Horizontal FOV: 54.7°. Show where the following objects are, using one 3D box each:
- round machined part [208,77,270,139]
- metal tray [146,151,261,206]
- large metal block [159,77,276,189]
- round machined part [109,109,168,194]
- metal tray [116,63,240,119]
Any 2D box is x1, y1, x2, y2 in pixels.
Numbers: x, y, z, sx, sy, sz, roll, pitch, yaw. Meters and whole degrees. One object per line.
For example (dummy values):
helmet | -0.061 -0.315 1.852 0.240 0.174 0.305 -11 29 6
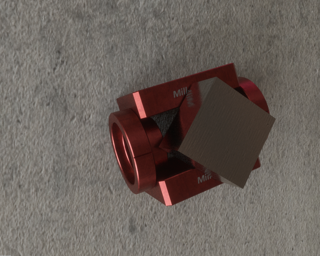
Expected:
round machined part | 0.095 -0.015 0.407 0.042 0.098 0.097 -17 96 -20
metal tray | 0.047 0.051 0.393 0.131 0.090 0.030 -19 97 -19
large metal block | 0.059 0.005 0.322 0.080 0.050 0.080 31 80 -18
round machined part | -0.024 0.024 0.363 0.042 0.098 0.097 -17 96 -20
metal tray | 0.020 -0.044 0.385 0.131 0.090 0.030 -19 97 -19
